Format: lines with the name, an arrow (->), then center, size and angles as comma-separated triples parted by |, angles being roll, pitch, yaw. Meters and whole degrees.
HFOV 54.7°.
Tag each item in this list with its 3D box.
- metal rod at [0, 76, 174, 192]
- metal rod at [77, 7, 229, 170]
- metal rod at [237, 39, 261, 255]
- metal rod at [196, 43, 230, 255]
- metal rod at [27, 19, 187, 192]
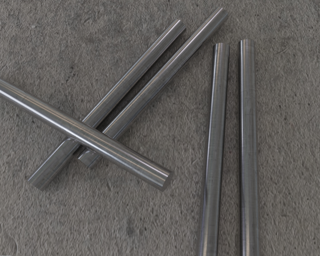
metal rod -> -0.118, -0.006, 0.384 | 0.301, 0.025, 0.025 | 27, 72, 19
metal rod -> -0.001, -0.064, 0.431 | 0.025, 0.025, 0.301 | 37, 74, 12
metal rod -> 0.114, 0.017, 0.402 | 0.025, 0.025, 0.299 | 4, 70, 1
metal rod -> 0.070, 0.023, 0.399 | 0.025, 0.025, 0.299 | 7, 70, 2
metal rod -> -0.062, -0.041, 0.422 | 0.025, 0.025, 0.300 | 36, 74, 12
